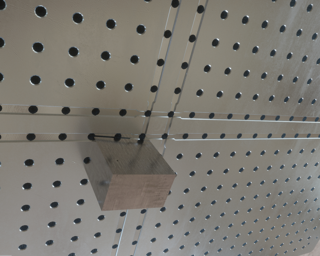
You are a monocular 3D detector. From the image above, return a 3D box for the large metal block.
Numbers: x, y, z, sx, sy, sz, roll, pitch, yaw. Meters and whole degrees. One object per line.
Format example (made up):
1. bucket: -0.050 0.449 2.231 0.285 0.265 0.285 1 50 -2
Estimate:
1. large metal block: -0.040 0.055 0.387 0.081 0.080 0.050 5 116 -31
